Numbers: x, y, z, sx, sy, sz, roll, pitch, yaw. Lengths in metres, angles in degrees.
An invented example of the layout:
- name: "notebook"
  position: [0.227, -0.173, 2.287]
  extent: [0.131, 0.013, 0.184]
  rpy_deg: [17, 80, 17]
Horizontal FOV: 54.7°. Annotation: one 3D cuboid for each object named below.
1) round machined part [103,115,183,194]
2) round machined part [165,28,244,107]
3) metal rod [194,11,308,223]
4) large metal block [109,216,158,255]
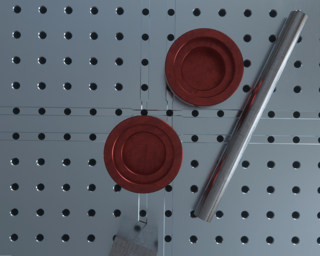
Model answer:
- name: "round machined part"
  position: [-0.021, 0.033, 0.405]
  extent: [0.099, 0.042, 0.097]
  rpy_deg: [0, 90, 0]
- name: "round machined part"
  position: [0.055, -0.076, 0.405]
  extent: [0.099, 0.042, 0.097]
  rpy_deg: [0, 90, 0]
- name: "metal rod"
  position: [0.121, -0.015, 0.414]
  extent: [0.025, 0.025, 0.299]
  rpy_deg: [26, 90, 0]
- name: "large metal block"
  position: [-0.040, 0.167, 0.386]
  extent: [0.050, 0.080, 0.080]
  rpy_deg: [20, 90, 0]
